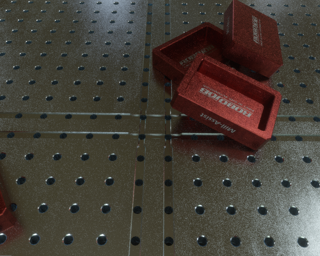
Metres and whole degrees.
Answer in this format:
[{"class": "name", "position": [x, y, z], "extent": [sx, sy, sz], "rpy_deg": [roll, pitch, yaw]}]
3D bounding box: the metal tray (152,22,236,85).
[{"class": "metal tray", "position": [0.063, -0.120, 0.506], "extent": [0.131, 0.030, 0.090], "rpy_deg": [-34, 58, -25]}]

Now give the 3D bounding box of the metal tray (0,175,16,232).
[{"class": "metal tray", "position": [-0.227, 0.070, 0.342], "extent": [0.091, 0.030, 0.130], "rpy_deg": [-26, 55, -21]}]

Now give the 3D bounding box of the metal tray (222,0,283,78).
[{"class": "metal tray", "position": [0.151, -0.150, 0.511], "extent": [0.091, 0.030, 0.130], "rpy_deg": [22, 49, -12]}]

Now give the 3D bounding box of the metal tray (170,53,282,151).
[{"class": "metal tray", "position": [0.090, -0.038, 0.414], "extent": [0.130, 0.030, 0.090], "rpy_deg": [28, 54, 2]}]
